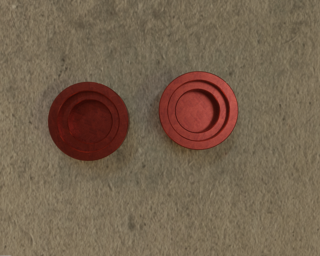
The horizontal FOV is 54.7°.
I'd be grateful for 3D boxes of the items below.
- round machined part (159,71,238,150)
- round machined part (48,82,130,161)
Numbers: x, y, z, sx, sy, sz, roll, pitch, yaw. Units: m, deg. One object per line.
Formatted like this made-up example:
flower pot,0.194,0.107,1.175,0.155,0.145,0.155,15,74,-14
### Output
round machined part,0.048,-0.022,0.402,0.099,0.042,0.097,0,90,-1
round machined part,-0.088,-0.008,0.400,0.099,0.042,0.097,0,90,-1
